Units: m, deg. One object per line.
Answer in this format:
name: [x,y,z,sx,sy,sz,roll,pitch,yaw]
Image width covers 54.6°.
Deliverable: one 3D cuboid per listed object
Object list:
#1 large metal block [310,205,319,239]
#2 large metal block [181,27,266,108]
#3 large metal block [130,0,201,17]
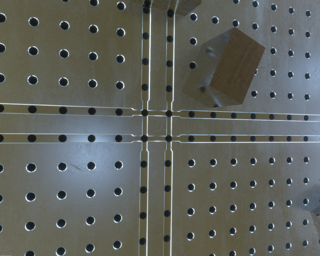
large metal block: [0.309,0.160,0.513,0.080,0.050,0.080,-25,99,-18]
large metal block: [0.081,-0.076,0.413,0.050,0.080,0.080,27,81,-18]
large metal block: [0.011,-0.202,0.403,0.081,0.050,0.080,8,87,-20]
